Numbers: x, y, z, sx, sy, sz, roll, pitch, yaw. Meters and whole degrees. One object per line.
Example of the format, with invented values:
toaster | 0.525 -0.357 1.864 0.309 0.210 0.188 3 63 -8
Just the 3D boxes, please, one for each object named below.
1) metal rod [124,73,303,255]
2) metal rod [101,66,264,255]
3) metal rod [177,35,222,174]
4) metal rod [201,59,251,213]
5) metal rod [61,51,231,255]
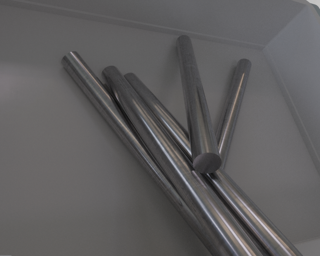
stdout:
metal rod | 0.030 0.022 0.326 0.025 0.025 0.300 -7 39 -31
metal rod | 0.002 0.017 0.314 0.025 0.025 0.300 -6 39 -31
metal rod | 0.041 -0.056 0.394 0.025 0.025 0.300 22 32 -15
metal rod | 0.102 -0.007 0.464 0.025 0.025 0.301 31 52 -8
metal rod | -0.022 0.025 0.371 0.025 0.025 0.300 -31 77 -38
